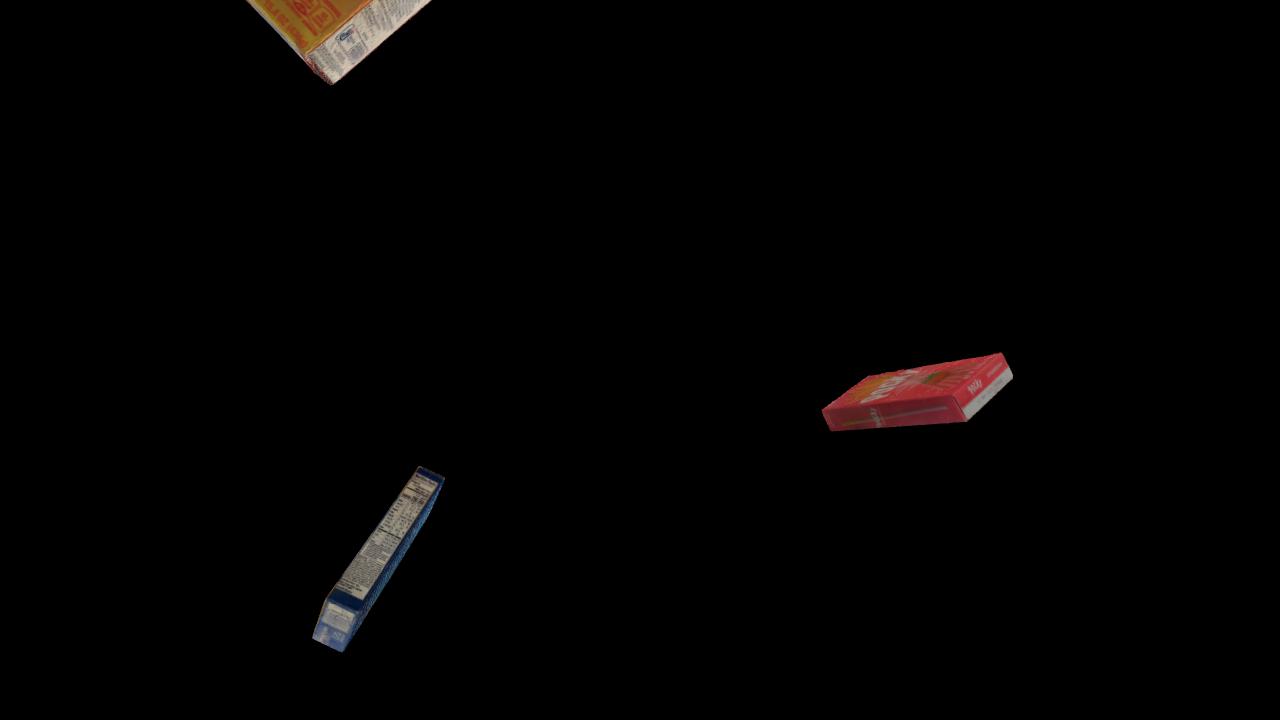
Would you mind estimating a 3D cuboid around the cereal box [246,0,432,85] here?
[{"bbox_3d":[-0.171,-0.365,0.396,0.306,0.203,0.081,-43,14,-4],"label":"cereal box"}]

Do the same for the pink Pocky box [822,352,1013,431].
[{"bbox_3d":[0.257,0.034,0.586,0.084,0.029,0.155,-29,4,-28],"label":"pink Pocky box"}]

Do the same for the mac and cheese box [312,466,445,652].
[{"bbox_3d":[-0.285,0.214,0.684,0.041,0.093,0.184,27,35,-6],"label":"mac and cheese box"}]
